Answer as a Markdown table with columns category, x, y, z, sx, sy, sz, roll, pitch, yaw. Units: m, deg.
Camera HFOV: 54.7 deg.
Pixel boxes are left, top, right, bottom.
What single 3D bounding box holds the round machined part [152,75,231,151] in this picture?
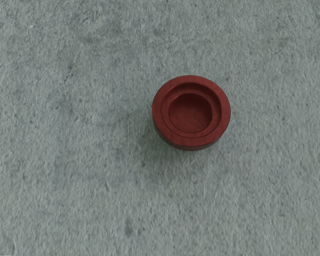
| category | x | y | z | sx | sy | sz | roll | pitch | yaw |
| --- | --- | --- | --- | --- | --- | --- | --- | --- | --- |
| round machined part | 0.039 | -0.016 | 0.406 | 0.099 | 0.042 | 0.098 | 0 | 70 | -1 |
